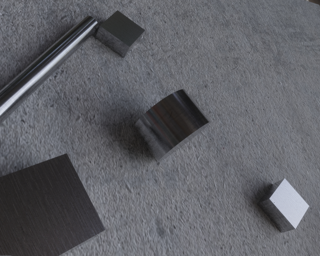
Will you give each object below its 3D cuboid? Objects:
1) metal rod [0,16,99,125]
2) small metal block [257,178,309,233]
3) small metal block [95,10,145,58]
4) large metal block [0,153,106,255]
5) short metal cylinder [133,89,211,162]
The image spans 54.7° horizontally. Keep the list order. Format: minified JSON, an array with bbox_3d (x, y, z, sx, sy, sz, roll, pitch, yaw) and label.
[{"bbox_3d":[-0.155,-0.045,0.347,0.025,0.025,0.301,34,51,-6],"label":"metal rod"},{"bbox_3d":[0.171,0.107,0.431,0.050,0.025,0.050,-34,81,-38],"label":"small metal block"},{"bbox_3d":[-0.058,-0.139,0.457,0.050,0.025,0.050,35,51,-5],"label":"small metal block"},{"bbox_3d":[-0.109,0.080,0.280,0.081,0.050,0.080,-21,73,-36],"label":"large metal block"},{"bbox_3d":[0.015,-0.002,0.378,0.081,0.080,0.050,-30,79,-38],"label":"short metal cylinder"}]
